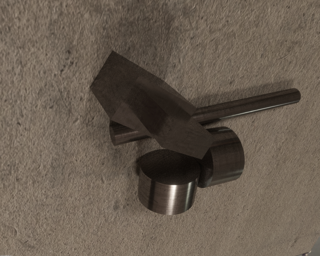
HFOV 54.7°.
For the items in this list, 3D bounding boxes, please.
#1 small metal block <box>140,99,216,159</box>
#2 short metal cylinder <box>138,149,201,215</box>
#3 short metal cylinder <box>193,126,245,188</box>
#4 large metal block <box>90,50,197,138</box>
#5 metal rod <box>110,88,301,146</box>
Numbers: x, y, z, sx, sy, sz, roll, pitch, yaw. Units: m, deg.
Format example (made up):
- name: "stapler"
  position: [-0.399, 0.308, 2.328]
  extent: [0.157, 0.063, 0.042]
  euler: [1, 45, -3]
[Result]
- name: "small metal block"
  position: [0.016, 0.001, 0.298]
  extent: [0.050, 0.050, 0.025]
  euler: [19, 108, -36]
- name: "short metal cylinder"
  position: [0.011, 0.072, 0.424]
  extent: [0.081, 0.080, 0.050]
  euler: [-8, 122, -25]
- name: "short metal cylinder"
  position: [0.073, 0.040, 0.438]
  extent: [0.050, 0.080, 0.079]
  euler: [-8, 122, -25]
- name: "large metal block"
  position: [-0.020, -0.034, 0.341]
  extent: [0.080, 0.080, 0.050]
  euler: [25, 105, -37]
- name: "metal rod"
  position: [0.078, -0.021, 0.438]
  extent: [0.303, 0.025, 0.025]
  euler: [-13, 124, -22]
